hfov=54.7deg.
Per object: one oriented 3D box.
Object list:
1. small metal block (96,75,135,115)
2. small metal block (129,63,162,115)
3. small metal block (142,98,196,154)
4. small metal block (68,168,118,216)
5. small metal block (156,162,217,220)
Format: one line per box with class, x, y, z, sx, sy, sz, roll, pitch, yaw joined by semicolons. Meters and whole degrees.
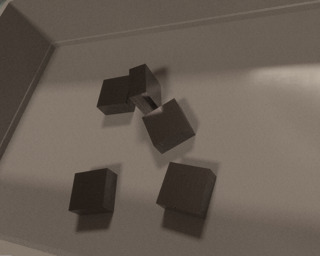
small metal block;-0.063;-0.049;0.467;0.050;0.025;0.050;-6;59;25
small metal block;-0.020;-0.052;0.430;0.025;0.050;0.050;-16;56;19
small metal block;0.011;-0.003;0.401;0.050;0.025;0.050;-31;52;8
small metal block;-0.085;0.083;0.398;0.050;0.025;0.050;-12;57;21
small metal block;0.030;0.069;0.347;0.050;0.025;0.050;7;65;30
